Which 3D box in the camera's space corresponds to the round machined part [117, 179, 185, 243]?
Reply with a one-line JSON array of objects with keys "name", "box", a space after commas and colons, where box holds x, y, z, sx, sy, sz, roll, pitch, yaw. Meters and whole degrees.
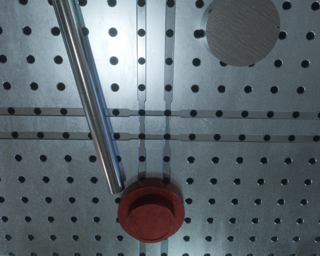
[{"name": "round machined part", "box": [-0.013, 0.127, 0.451, 0.099, 0.042, 0.097, 0, 110, -1]}]

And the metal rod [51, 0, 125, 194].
[{"name": "metal rod", "box": [-0.091, -0.049, 0.394, 0.025, 0.025, 0.298, -11, 110, 3]}]

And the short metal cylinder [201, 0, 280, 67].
[{"name": "short metal cylinder", "box": [0.090, -0.115, 0.359, 0.081, 0.050, 0.079, 0, 110, -1]}]
